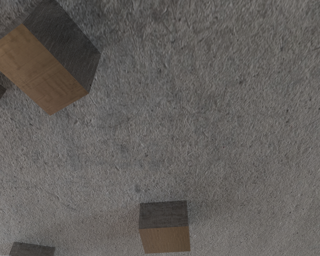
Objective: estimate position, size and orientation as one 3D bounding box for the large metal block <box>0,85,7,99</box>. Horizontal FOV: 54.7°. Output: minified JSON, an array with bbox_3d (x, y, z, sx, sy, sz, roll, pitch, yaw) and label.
[{"bbox_3d":[-0.233,-0.035,0.339,0.050,0.080,0.080,-28,125,22],"label":"large metal block"}]

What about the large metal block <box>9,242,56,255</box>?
[{"bbox_3d":[-0.261,0.278,0.625,0.081,0.050,0.079,12,129,-11],"label":"large metal block"}]

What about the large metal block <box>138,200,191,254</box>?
[{"bbox_3d":[0.010,0.173,0.538,0.080,0.050,0.080,-5,130,3],"label":"large metal block"}]

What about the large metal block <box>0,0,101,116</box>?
[{"bbox_3d":[-0.109,-0.074,0.307,0.050,0.080,0.080,-26,126,20],"label":"large metal block"}]
